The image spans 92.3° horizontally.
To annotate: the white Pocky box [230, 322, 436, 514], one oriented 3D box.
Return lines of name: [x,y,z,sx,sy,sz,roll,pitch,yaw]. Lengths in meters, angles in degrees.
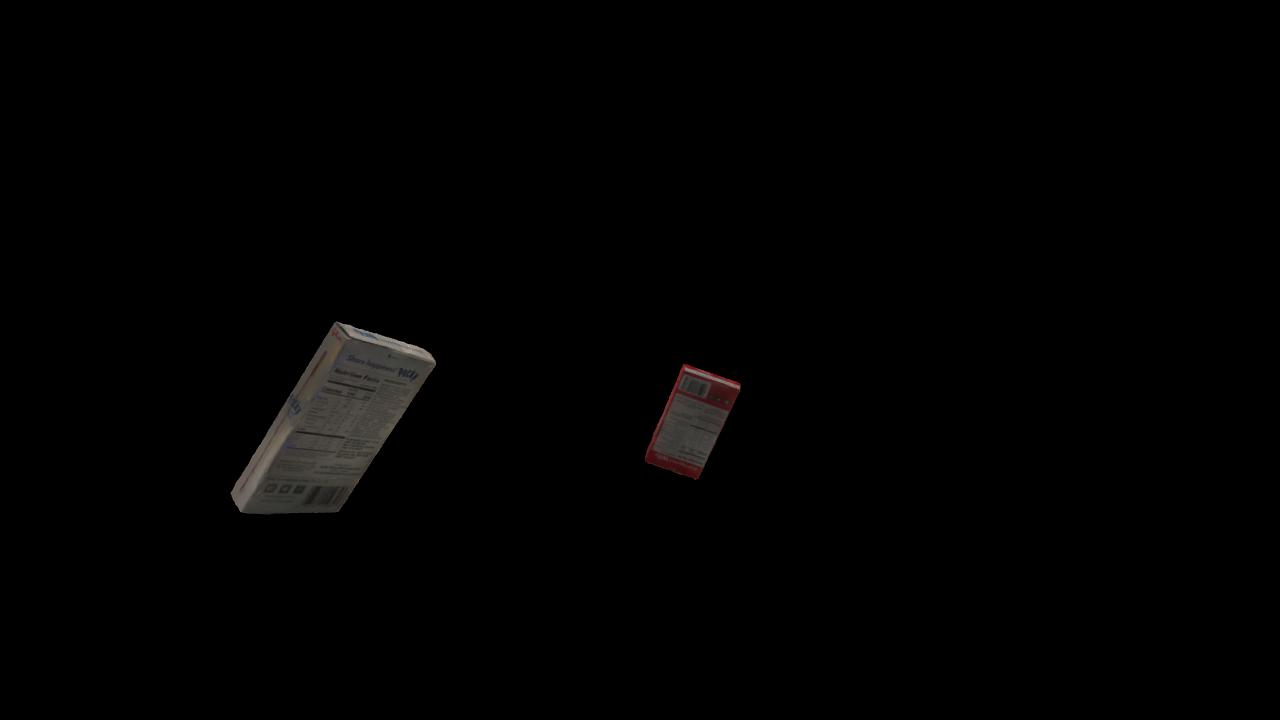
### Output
white Pocky box: [-0.231,0.050,0.470,0.028,0.154,0.084,38,6,30]

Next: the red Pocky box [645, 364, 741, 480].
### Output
red Pocky box: [0.070,0.086,0.842,0.083,0.155,0.028,19,25,-4]
